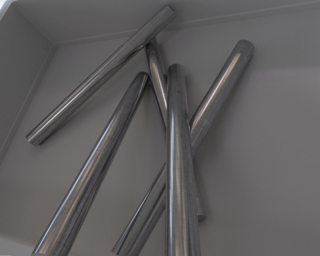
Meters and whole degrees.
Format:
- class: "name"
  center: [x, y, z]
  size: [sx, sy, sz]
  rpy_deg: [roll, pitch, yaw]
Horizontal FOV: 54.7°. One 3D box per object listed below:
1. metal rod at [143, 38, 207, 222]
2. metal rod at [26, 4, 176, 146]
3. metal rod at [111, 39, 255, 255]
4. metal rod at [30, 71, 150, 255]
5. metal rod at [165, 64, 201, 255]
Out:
- class: "metal rod"
  center: [0.010, -0.022, 0.414]
  size: [0.025, 0.025, 0.299]
  rpy_deg: [-23, 53, 14]
- class: "metal rod"
  center: [-0.096, -0.078, 0.483]
  size: [0.300, 0.025, 0.025]
  rpy_deg: [-41, 51, 8]
- class: "metal rod"
  center: [0.039, 0.008, 0.354]
  size: [0.025, 0.025, 0.300]
  rpy_deg: [16, 62, 34]
- class: "metal rod"
  center: [-0.055, 0.013, 0.349]
  size: [0.025, 0.025, 0.301]
  rpy_deg: [-12, 32, 22]
- class: "metal rod"
  center: [0.019, 0.007, 0.324]
  size: [0.025, 0.025, 0.300]
  rpy_deg: [-21, 33, 16]
